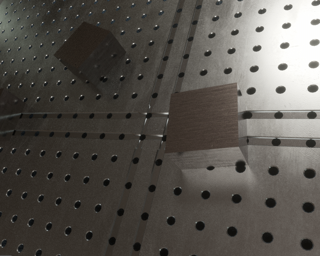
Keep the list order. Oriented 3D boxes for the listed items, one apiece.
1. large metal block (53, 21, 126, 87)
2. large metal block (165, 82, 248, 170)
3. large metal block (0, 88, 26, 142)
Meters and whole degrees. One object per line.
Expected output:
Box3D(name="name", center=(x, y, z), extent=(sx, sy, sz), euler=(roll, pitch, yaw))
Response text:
Box3D(name="large metal block", center=(-0.120, -0.128, 0.532), extent=(0.080, 0.050, 0.080), euler=(31, 79, 37))
Box3D(name="large metal block", center=(0.056, 0.000, 0.362), extent=(0.080, 0.050, 0.080), euler=(-7, 59, 24))
Box3D(name="large metal block", center=(-0.306, -0.021, 0.562), extent=(0.080, 0.050, 0.080), euler=(-4, 60, 26))
